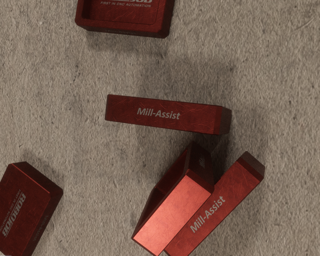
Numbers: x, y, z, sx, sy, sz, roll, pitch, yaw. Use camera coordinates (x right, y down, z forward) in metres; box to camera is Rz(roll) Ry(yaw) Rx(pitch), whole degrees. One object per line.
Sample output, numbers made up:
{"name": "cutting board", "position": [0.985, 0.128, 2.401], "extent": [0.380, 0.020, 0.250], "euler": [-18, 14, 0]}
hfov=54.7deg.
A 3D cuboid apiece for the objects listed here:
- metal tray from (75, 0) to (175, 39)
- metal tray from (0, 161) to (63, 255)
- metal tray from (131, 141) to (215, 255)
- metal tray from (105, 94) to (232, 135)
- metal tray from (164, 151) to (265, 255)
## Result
{"name": "metal tray", "position": [-0.047, -0.176, 0.421], "extent": [0.130, 0.030, 0.089], "euler": [12, 94, 19]}
{"name": "metal tray", "position": [-0.217, 0.129, 0.481], "extent": [0.090, 0.030, 0.129], "euler": [32, 100, 16]}
{"name": "metal tray", "position": [0.019, 0.069, 0.344], "extent": [0.030, 0.130, 0.090], "euler": [38, 102, 0]}
{"name": "metal tray", "position": [0.013, -0.016, 0.369], "extent": [0.130, 0.090, 0.030], "euler": [8, 93, 19]}
{"name": "metal tray", "position": [0.062, 0.086, 0.352], "extent": [0.030, 0.090, 0.130], "euler": [43, 103, 14]}
